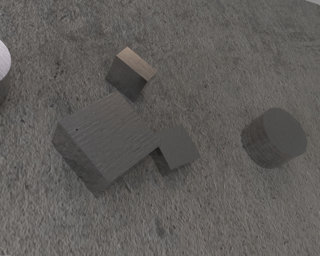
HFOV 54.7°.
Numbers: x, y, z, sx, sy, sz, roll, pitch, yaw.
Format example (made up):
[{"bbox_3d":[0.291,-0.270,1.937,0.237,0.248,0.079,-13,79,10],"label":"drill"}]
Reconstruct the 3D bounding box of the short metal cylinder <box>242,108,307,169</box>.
[{"bbox_3d":[0.173,0.016,0.471,0.081,0.050,0.080,14,56,-21],"label":"short metal cylinder"}]

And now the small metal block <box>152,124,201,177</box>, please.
[{"bbox_3d":[0.016,0.028,0.395,0.050,0.025,0.050,-17,71,-35],"label":"small metal block"}]

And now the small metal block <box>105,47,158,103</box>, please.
[{"bbox_3d":[-0.039,-0.069,0.409,0.050,0.050,0.025,40,51,-2],"label":"small metal block"}]

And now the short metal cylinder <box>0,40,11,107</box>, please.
[{"bbox_3d":[-0.198,-0.057,0.316,0.081,0.050,0.080,14,56,-21],"label":"short metal cylinder"}]

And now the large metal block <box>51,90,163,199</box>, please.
[{"bbox_3d":[-0.059,0.017,0.346,0.080,0.050,0.081,49,51,6],"label":"large metal block"}]
